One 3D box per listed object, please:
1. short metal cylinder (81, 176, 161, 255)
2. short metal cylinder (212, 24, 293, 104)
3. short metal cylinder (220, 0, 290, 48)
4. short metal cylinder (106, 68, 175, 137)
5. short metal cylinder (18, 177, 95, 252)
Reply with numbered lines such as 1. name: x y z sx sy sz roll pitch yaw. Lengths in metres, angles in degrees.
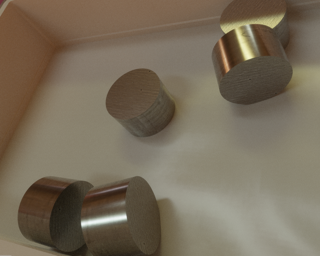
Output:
1. short metal cylinder: -0.039 0.096 0.331 0.050 0.080 0.080 -17 55 18
2. short metal cylinder: 0.104 -0.072 0.359 0.080 0.080 0.050 -18 55 18
3. short metal cylinder: 0.124 -0.130 0.404 0.080 0.050 0.080 -13 56 20
4. short metal cylinder: -0.026 -0.034 0.423 0.080 0.050 0.080 -13 56 20
5. short metal cylinder: -0.118 0.100 0.369 0.050 0.080 0.080 2 63 29
